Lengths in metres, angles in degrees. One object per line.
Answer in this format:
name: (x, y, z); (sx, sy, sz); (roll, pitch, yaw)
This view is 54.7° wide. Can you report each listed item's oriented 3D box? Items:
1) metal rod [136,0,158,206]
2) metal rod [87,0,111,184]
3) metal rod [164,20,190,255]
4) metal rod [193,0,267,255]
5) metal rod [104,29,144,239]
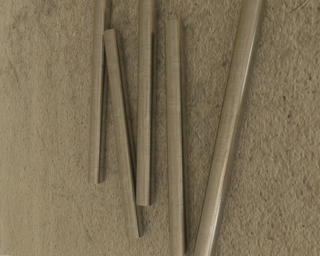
metal rod: (-0.018, -0.046, 0.419); (0.025, 0.025, 0.298); (2, 91, 40)
metal rod: (-0.095, -0.064, 0.483); (0.025, 0.025, 0.298); (5, 93, 40)
metal rod: (0.021, 0.018, 0.387); (0.025, 0.025, 0.298); (-2, 89, 40)
metal rod: (0.074, 0.013, 0.343); (0.025, 0.025, 0.298); (16, 100, 39)
metal rod: (-0.053, 0.004, 0.448); (0.025, 0.025, 0.298); (-12, 82, 39)
